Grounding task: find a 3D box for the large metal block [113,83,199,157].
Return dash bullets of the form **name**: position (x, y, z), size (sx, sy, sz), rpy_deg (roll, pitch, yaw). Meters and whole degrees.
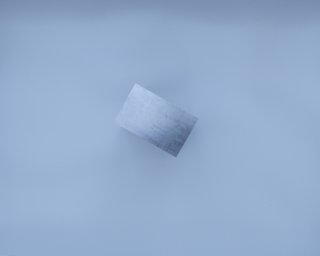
- **large metal block**: position (-0.005, -0.009, 0.384), size (0.080, 0.080, 0.050), rpy_deg (30, 90, -1)
